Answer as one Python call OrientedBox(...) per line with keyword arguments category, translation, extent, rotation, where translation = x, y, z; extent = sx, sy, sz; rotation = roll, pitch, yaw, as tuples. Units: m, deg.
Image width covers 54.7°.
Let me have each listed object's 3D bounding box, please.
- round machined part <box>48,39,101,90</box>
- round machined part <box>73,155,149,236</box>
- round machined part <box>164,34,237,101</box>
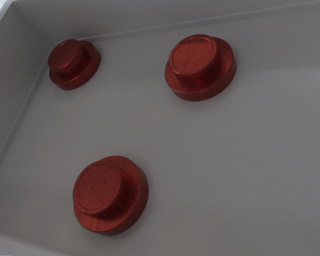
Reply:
OrientedBox(category="round machined part", translation=(-0.159, -0.119, 0.552), extent=(0.098, 0.042, 0.098), rotation=(-13, 56, 21))
OrientedBox(category="round machined part", translation=(-0.067, 0.078, 0.382), extent=(0.098, 0.042, 0.098), rotation=(-13, 56, 21))
OrientedBox(category="round machined part", translation=(0.051, -0.088, 0.423), extent=(0.098, 0.042, 0.098), rotation=(-13, 56, 21))
